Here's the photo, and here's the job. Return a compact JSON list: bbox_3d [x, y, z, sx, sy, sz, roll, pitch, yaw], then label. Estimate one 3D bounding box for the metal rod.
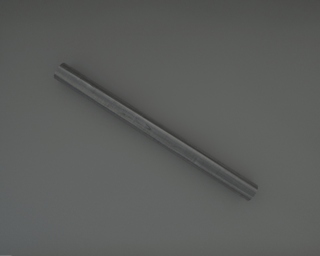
[{"bbox_3d":[-0.005,0.005,0.409,0.301,0.025,0.025,32,90,-1],"label":"metal rod"}]
